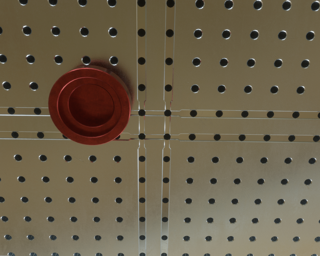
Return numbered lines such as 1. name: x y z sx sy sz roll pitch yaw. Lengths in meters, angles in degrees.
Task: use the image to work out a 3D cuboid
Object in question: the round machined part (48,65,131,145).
1. round machined part: -0.085 -0.031 0.392 0.099 0.042 0.097 0 110 -1
